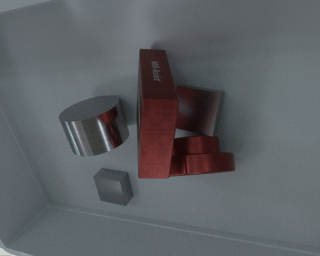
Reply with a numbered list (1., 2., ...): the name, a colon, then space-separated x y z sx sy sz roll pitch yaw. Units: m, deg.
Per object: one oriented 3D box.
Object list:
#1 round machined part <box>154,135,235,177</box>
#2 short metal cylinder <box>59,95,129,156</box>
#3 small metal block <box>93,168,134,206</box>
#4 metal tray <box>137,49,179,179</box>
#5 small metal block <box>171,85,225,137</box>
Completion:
1. round machined part: 0.039 0.035 0.374 0.098 0.099 0.042 -11 78 32
2. short metal cylinder: -0.087 -0.005 0.414 0.080 0.080 0.050 0 118 28
3. small metal block: -0.075 0.096 0.506 0.050 0.025 0.050 5 121 25
4. metal tray: -0.007 -0.020 0.332 0.030 0.130 0.089 1 124 -6
5. small metal block: 0.044 -0.022 0.362 0.050 0.025 0.050 13 105 20
